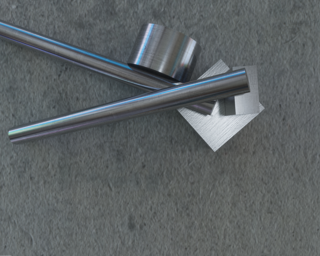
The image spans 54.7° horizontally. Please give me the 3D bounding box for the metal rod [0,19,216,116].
[{"bbox_3d":[-0.076,-0.079,0.381,0.301,0.025,0.025,21,90,11],"label":"metal rod"}]

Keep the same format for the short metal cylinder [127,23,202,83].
[{"bbox_3d":[0.005,-0.087,0.385,0.080,0.080,0.050,21,90,-1],"label":"short metal cylinder"}]

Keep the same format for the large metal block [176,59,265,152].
[{"bbox_3d":[0.070,-0.028,0.398,0.080,0.050,0.080,-41,90,1],"label":"large metal block"}]

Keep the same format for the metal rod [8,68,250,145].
[{"bbox_3d":[-0.052,-0.019,0.357,0.301,0.025,0.025,-12,90,20],"label":"metal rod"}]

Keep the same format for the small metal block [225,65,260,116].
[{"bbox_3d":[0.090,-0.040,0.347,0.025,0.050,0.050,-4,90,0],"label":"small metal block"}]
